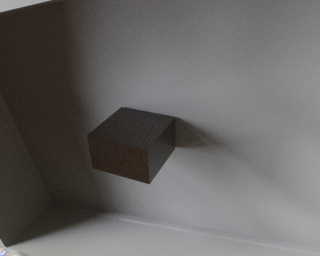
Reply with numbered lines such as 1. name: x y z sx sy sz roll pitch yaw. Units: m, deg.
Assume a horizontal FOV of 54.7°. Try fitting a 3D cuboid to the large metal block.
1. large metal block: -0.033 0.019 0.397 0.080 0.080 0.050 12 123 21
